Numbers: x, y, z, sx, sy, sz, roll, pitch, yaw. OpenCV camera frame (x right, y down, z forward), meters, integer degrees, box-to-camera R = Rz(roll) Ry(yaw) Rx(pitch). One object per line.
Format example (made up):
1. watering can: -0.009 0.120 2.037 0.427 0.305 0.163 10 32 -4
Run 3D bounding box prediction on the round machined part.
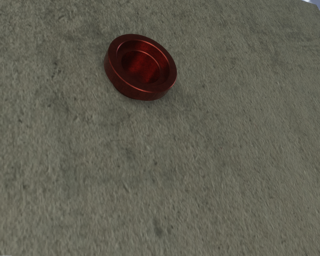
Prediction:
1. round machined part: -0.030 -0.078 0.426 0.099 0.042 0.098 14 56 -21
